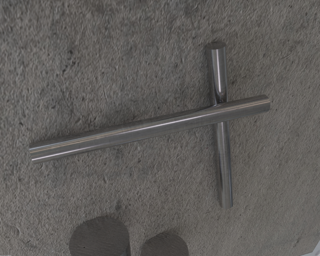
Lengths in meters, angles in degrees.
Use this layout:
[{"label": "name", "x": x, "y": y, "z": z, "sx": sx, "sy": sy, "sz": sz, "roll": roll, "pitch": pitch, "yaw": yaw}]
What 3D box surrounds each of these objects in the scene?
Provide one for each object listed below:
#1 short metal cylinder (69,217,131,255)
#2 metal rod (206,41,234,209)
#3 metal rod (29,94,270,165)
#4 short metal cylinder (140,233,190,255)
[{"label": "short metal cylinder", "x": -0.082, "y": 0.172, "z": 0.433, "sx": 0.081, "sy": 0.080, "sz": 0.050, "roll": -14, "pitch": 124, "yaw": -21}, {"label": "metal rod", "x": 0.094, "y": 0.017, "z": 0.468, "sx": 0.025, "sy": 0.025, "sz": 0.298, "roll": -23, "pitch": 127, "yaw": -15}, {"label": "metal rod", "x": 0.000, "y": -0.002, "z": 0.384, "sx": 0.302, "sy": 0.025, "sz": 0.025, "roll": -12, "pitch": 124, "yaw": -14}, {"label": "short metal cylinder", "x": 0.012, "y": 0.225, "z": 0.517, "sx": 0.081, "sy": 0.080, "sz": 0.050, "roll": -24, "pitch": 127, "yaw": -14}]
